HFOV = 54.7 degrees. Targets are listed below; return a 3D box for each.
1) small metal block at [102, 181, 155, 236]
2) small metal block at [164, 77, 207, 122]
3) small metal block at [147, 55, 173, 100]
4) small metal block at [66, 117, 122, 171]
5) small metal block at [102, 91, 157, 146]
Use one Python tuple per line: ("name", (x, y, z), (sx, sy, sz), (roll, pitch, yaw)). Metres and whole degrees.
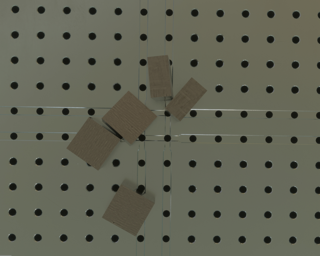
("small metal block", (-0.041, 0.106, 0.413), (0.050, 0.025, 0.050), (30, 90, -1))
("small metal block", (0.031, -0.035, 0.401), (0.025, 0.050, 0.050), (41, 90, -1))
("small metal block", (0.002, -0.063, 0.400), (0.025, 0.050, 0.050), (-5, 90, 6))
("small metal block", (-0.086, 0.020, 0.412), (0.050, 0.025, 0.050), (35, 90, -1))
("small metal block", (-0.040, -0.012, 0.408), (0.050, 0.025, 0.050), (42, 78, 0))
